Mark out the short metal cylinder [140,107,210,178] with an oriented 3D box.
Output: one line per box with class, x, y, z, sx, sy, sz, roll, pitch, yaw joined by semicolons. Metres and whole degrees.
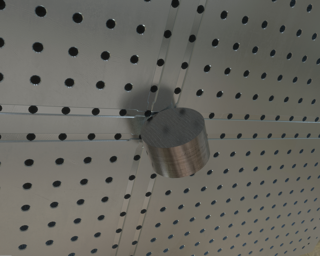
short metal cylinder;0.020;0.017;0.396;0.080;0.080;0.050;-25;127;-13
